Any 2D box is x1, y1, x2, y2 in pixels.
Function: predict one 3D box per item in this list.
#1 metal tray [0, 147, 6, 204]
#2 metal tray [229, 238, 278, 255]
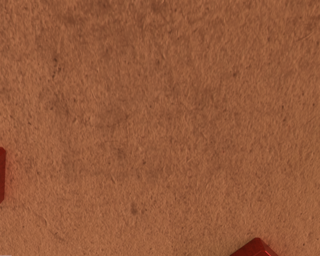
[{"bbox_3d":[-0.286,0.062,0.425,0.131,0.030,0.089,10,110,-5],"label":"metal tray"},{"bbox_3d":[0.166,0.248,0.501,0.090,0.030,0.130,-42,105,13],"label":"metal tray"}]
